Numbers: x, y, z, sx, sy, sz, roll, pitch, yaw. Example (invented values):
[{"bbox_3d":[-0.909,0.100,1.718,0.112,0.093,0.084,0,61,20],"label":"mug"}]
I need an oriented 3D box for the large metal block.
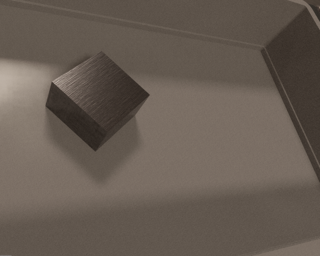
[{"bbox_3d":[-0.074,-0.033,0.371,0.080,0.050,0.080,43,51,1],"label":"large metal block"}]
